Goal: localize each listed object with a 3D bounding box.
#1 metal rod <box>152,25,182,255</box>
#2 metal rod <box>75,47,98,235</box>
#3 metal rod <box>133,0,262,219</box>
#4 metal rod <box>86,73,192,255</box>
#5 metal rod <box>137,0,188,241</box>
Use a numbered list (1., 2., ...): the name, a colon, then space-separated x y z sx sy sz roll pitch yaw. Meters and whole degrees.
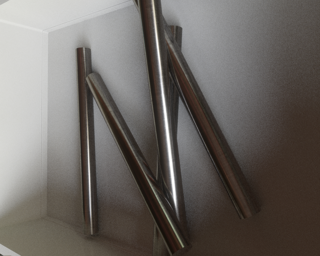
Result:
1. metal rod: 0.009 0.022 0.399 0.025 0.025 0.298 5 93 40
2. metal rod: -0.119 0.019 0.505 0.025 0.025 0.298 -5 87 40
3. metal rod: 0.034 -0.042 0.357 0.025 0.025 0.299 -33 76 35
4. metal rod: -0.042 0.025 0.409 0.025 0.025 0.300 -53 50 27
5. metal rod: 0.006 0.001 0.362 0.025 0.025 0.298 1 103 40
